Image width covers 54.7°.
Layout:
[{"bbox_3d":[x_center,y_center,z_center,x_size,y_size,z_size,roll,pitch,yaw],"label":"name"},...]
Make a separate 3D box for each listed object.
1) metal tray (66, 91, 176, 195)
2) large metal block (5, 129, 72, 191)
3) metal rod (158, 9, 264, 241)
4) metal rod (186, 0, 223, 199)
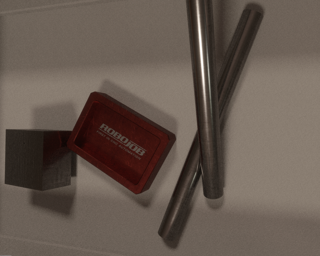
[{"bbox_3d":[-0.055,0.018,0.426,0.130,0.030,0.090,31,100,17],"label":"metal tray"},{"bbox_3d":[-0.177,0.043,0.451,0.080,0.050,0.079,2,91,30],"label":"large metal block"},{"bbox_3d":[0.060,0.002,0.388,0.025,0.025,0.298,23,97,18],"label":"metal rod"},{"bbox_3d":[0.048,-0.053,0.329,0.025,0.025,0.298,1,115,20],"label":"metal rod"}]
